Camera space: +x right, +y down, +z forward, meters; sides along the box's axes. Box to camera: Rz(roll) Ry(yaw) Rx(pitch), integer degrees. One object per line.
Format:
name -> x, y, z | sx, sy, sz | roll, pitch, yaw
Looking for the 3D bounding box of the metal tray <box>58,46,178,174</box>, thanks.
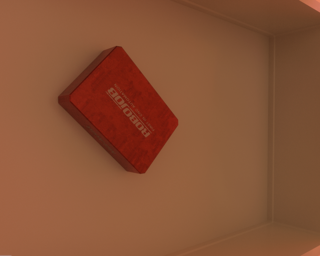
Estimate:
metal tray -> -0.042, -0.019, 0.369 | 0.130, 0.030, 0.090 | 51, 60, -28
